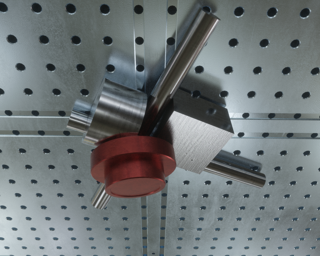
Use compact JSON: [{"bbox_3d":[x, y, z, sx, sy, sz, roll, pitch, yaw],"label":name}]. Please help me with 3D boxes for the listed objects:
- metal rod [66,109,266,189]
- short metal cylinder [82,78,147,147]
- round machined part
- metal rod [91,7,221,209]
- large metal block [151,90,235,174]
[{"bbox_3d":[0.020,0.035,0.441,0.302,0.025,0.025,19,127,-16],"label":"metal rod"},{"bbox_3d":[-0.054,-0.013,0.363,0.050,0.080,0.079,20,127,-16],"label":"short metal cylinder"},{"bbox_3d":[-0.030,0.050,0.357,0.099,0.042,0.098,-6,151,-3],"label":"round machined part"},{"bbox_3d":[-0.019,-0.004,0.383,0.025,0.025,0.298,22,119,-18],"label":"metal rod"},{"bbox_3d":[0.034,0.005,0.396,0.080,0.050,0.079,20,127,-17],"label":"large metal block"}]
